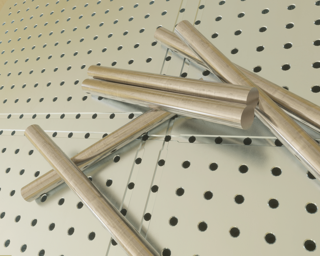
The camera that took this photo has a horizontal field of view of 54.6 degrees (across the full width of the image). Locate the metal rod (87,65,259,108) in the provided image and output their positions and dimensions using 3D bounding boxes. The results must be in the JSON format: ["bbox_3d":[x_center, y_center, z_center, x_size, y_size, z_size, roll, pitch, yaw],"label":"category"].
[{"bbox_3d":[-0.008,-0.062,0.425,0.300,0.025,0.025,17,71,43],"label":"metal rod"}]

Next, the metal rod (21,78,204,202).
[{"bbox_3d":[-0.066,0.020,0.431,0.300,0.025,0.025,-31,52,8],"label":"metal rod"}]

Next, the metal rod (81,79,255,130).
[{"bbox_3d":[-0.016,-0.040,0.411,0.300,0.025,0.025,16,70,44],"label":"metal rod"}]

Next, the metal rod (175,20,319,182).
[{"bbox_3d":[0.105,-0.035,0.352,0.025,0.025,0.300,-37,58,3],"label":"metal rod"}]

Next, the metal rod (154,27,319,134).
[{"bbox_3d":[0.089,-0.075,0.407,0.025,0.025,0.300,-46,51,-4],"label":"metal rod"}]

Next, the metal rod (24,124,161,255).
[{"bbox_3d":[-0.087,0.082,0.381,0.300,0.025,0.025,37,83,31],"label":"metal rod"}]
